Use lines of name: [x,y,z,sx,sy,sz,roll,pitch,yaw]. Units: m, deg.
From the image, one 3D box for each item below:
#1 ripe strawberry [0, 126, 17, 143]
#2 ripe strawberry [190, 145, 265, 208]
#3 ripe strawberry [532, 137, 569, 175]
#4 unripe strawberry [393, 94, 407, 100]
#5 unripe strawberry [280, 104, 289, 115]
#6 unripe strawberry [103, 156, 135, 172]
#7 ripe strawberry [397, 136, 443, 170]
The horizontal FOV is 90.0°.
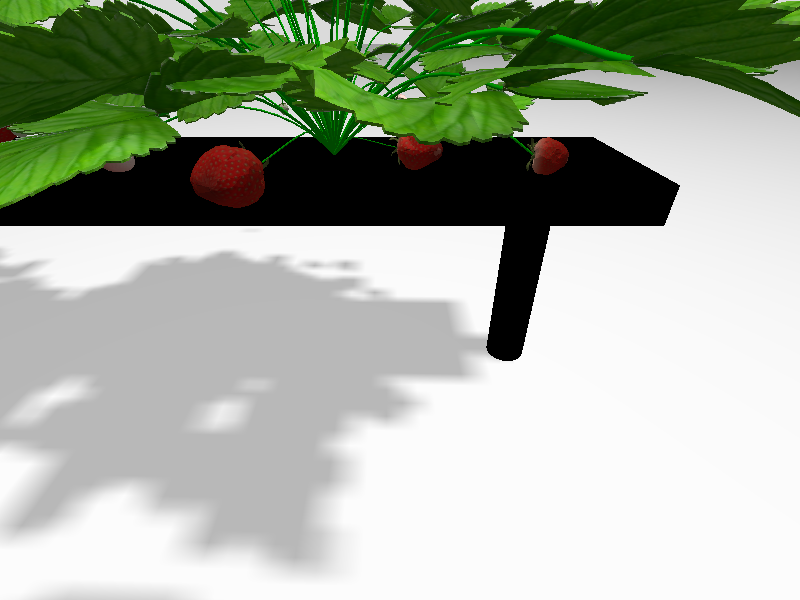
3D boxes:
ripe strawberry: [-0.355,-0.155,0.350,0.041,0.040,0.045,-5,34,-9]
ripe strawberry: [-0.097,-0.067,0.224,0.039,0.035,0.036,10,36,15]
ripe strawberry: [0.106,-0.101,0.283,0.024,0.026,0.022,12,36,16]
unripe strawberry: [0.000,-0.229,0.473,0.028,0.025,0.025,10,16,15]
unripe strawberry: [-0.131,-0.216,0.453,0.011,0.011,0.010,-16,37,-23]
unripe strawberry: [-0.208,-0.103,0.292,0.022,0.022,0.021,-33,38,2]
ripe strawberry: [0.015,-0.109,0.290,0.031,0.031,0.034,21,39,27]
